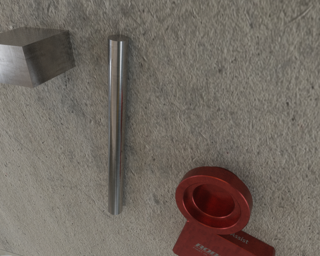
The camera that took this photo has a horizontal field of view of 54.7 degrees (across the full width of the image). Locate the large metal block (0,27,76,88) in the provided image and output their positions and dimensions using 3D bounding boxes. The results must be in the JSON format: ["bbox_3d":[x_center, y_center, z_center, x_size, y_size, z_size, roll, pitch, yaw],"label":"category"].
[{"bbox_3d":[-0.172,-0.095,0.401,0.080,0.080,0.050,11,123,22],"label":"large metal block"}]

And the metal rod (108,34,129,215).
[{"bbox_3d":[-0.063,0.017,0.448,0.025,0.025,0.298,18,126,17],"label":"metal rod"}]

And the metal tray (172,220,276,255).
[{"bbox_3d":[0.093,0.185,0.469,0.130,0.030,0.089,26,128,11],"label":"metal tray"}]

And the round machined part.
[{"bbox_3d":[0.074,0.091,0.412,0.098,0.042,0.097,13,124,20],"label":"round machined part"}]
